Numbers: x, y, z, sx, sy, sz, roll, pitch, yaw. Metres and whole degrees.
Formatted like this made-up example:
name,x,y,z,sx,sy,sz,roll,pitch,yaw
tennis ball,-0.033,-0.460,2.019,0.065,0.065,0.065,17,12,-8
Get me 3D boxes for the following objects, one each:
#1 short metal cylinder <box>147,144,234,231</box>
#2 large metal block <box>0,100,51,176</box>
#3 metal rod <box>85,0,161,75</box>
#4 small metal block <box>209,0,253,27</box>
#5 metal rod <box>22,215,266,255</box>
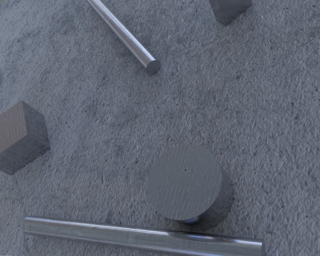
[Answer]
name,x,y,z,sx,sy,sz,roll,pitch,yaw
short metal cylinder,0.033,0.064,0.331,0.080,0.050,0.080,-13,56,21
large metal block,-0.231,0.016,0.499,0.080,0.050,0.080,-33,52,6
metal rod,-0.079,-0.184,0.558,0.025,0.025,0.300,-38,51,2
small metal block,0.102,-0.186,0.449,0.050,0.050,0.025,-39,51,2
metal rod,-0.040,0.122,0.349,0.300,0.025,0.025,-3,60,26
